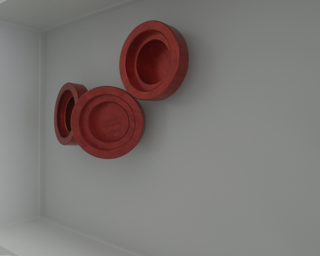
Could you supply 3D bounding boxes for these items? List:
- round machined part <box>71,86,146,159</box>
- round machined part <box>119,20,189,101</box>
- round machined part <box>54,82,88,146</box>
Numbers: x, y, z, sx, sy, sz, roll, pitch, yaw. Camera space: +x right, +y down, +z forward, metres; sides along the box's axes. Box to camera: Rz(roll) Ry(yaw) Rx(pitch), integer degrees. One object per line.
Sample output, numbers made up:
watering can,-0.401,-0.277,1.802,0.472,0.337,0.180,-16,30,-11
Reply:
round machined part,-0.069,-0.009,0.431,0.099,0.042,0.097,0,94,5
round machined part,-0.003,-0.083,0.397,0.098,0.042,0.097,0,90,39
round machined part,-0.130,-0.021,0.491,0.098,0.042,0.097,-7,81,51
